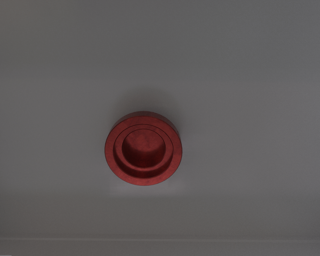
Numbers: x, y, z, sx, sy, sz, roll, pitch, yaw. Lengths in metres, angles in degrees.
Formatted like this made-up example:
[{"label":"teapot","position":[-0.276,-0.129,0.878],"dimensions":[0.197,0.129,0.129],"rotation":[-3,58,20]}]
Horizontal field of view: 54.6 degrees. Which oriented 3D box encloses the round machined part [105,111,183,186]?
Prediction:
[{"label":"round machined part","position":[-0.021,0.024,0.411],"dimensions":[0.099,0.042,0.097],"rotation":[0,110,0]}]
